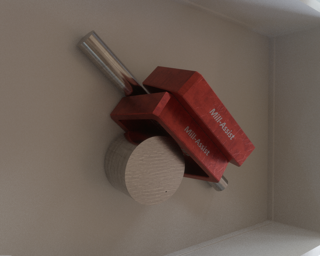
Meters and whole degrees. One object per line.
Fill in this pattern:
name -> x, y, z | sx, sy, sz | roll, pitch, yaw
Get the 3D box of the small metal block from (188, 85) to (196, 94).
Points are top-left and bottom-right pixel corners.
small metal block -> 0.025, -0.041, 0.427 | 0.050, 0.025, 0.050 | 48, 61, -30

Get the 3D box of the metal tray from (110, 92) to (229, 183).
metal tray -> 0.012, 0.014, 0.375 | 0.130, 0.090, 0.030 | 47, 62, -30

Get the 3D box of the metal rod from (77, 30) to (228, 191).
metal rod -> 0.007, -0.005, 0.415 | 0.300, 0.025, 0.025 | 46, 62, -30

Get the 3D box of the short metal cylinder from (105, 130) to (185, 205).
short metal cylinder -> -0.018, 0.045, 0.368 | 0.081, 0.050, 0.079 | -6, 100, -34

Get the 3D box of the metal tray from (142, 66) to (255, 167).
metal tray -> 0.046, -0.014, 0.370 | 0.030, 0.090, 0.130 | -49, 121, -9
